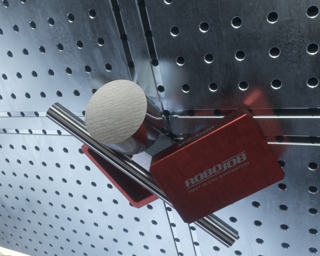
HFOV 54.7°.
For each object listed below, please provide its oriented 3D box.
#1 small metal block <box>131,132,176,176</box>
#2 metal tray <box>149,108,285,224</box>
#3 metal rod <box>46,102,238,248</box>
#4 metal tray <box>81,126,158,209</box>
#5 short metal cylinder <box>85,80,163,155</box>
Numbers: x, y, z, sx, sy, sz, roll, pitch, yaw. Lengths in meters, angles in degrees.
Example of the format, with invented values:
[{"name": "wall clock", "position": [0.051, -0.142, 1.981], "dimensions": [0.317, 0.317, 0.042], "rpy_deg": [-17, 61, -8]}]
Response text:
[{"name": "small metal block", "position": [-0.001, 0.035, 0.411], "dimensions": [0.050, 0.050, 0.025], "rpy_deg": [35, 129, 5]}, {"name": "metal tray", "position": [0.065, 0.046, 0.365], "dimensions": [0.130, 0.030, 0.090], "rpy_deg": [-30, 103, 12]}, {"name": "metal rod", "position": [-0.027, 0.061, 0.419], "dimensions": [0.301, 0.025, 0.025], "rpy_deg": [35, 129, 4]}, {"name": "metal tray", "position": [-0.044, 0.052, 0.458], "dimensions": [0.130, 0.030, 0.090], "rpy_deg": [49, 129, -7]}, {"name": "short metal cylinder", "position": [-0.043, -0.012, 0.378], "dimensions": [0.080, 0.080, 0.050], "rpy_deg": [8, 164, 24]}]
